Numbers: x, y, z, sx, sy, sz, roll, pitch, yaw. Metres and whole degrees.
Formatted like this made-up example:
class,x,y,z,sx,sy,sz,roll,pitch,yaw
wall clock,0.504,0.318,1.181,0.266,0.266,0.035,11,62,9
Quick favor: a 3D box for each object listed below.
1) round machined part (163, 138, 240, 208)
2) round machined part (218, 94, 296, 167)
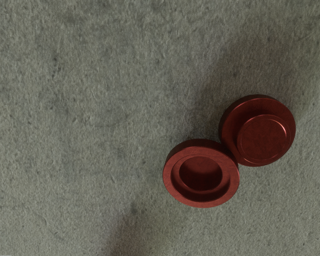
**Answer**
class,x,y,z,sx,sy,sz,roll,pitch,yaw
round machined part,0.055,0.056,0.415,0.099,0.042,0.097,4,118,8
round machined part,0.129,0.008,0.406,0.099,0.042,0.097,0,110,-1
